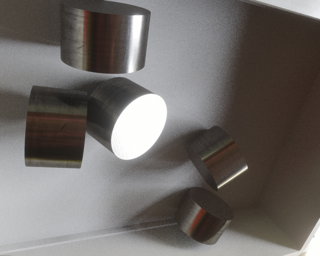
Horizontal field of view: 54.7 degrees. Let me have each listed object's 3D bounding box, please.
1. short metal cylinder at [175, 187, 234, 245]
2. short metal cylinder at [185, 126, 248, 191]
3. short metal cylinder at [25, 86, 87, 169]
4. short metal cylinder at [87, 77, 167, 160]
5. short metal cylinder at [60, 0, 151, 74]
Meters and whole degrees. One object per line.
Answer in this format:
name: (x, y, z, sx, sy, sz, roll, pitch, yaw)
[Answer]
short metal cylinder: (0.071, 0.140, 0.501, 0.081, 0.080, 0.050, 17, 109, -35)
short metal cylinder: (0.080, 0.043, 0.446, 0.050, 0.080, 0.080, -32, 129, -8)
short metal cylinder: (-0.103, 0.000, 0.312, 0.050, 0.080, 0.079, 5, 117, -18)
short metal cylinder: (-0.038, -0.011, 0.350, 0.081, 0.050, 0.079, -32, 139, -33)
short metal cylinder: (-0.052, -0.088, 0.291, 0.081, 0.080, 0.050, -6, 121, -26)
